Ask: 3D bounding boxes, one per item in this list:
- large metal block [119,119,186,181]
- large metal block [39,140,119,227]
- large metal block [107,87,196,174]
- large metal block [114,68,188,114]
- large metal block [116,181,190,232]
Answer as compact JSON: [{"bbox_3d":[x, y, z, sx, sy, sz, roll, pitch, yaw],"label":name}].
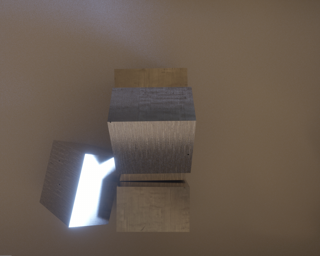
[{"bbox_3d":[-0.010,0.024,0.399,0.081,0.050,0.079,-1,90,-1],"label":"large metal block"},{"bbox_3d":[-0.096,0.064,0.373,0.050,0.080,0.080,12,91,-43],"label":"large metal block"},{"bbox_3d":[-0.007,0.004,0.326,0.081,0.079,0.050,-1,45,-1],"label":"large metal block"},{"bbox_3d":[-0.010,-0.041,0.381,0.081,0.080,0.050,-1,90,-1],"label":"large metal block"},{"bbox_3d":[-0.008,0.090,0.382,0.081,0.080,0.050,0,90,-1],"label":"large metal block"}]
